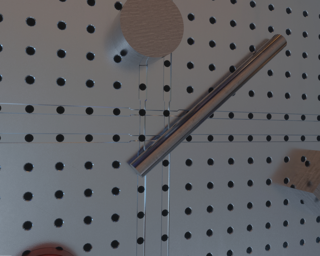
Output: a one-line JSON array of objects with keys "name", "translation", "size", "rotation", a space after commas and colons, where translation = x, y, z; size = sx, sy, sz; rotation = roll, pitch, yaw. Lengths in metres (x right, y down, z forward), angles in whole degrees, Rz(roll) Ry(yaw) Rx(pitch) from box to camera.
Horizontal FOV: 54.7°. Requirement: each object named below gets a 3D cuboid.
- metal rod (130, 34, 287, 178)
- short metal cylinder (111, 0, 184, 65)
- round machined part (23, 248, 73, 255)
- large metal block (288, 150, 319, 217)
[{"name": "metal rod", "translation": [0.078, -0.040, 0.442], "size": [0.301, 0.025, 0.025], "rotation": [-41, 104, -16]}, {"name": "short metal cylinder", "translation": [-0.017, -0.124, 0.394], "size": [0.081, 0.050, 0.079], "rotation": [0, 90, -21]}, {"name": "round machined part", "translation": [-0.134, 0.194, 0.355], "size": [0.099, 0.042, 0.097], "rotation": [0, 90, -21]}, {"name": "large metal block", "translation": [0.271, 0.094, 0.502], "size": [0.080, 0.050, 0.080], "rotation": [44, 76, -15]}]
